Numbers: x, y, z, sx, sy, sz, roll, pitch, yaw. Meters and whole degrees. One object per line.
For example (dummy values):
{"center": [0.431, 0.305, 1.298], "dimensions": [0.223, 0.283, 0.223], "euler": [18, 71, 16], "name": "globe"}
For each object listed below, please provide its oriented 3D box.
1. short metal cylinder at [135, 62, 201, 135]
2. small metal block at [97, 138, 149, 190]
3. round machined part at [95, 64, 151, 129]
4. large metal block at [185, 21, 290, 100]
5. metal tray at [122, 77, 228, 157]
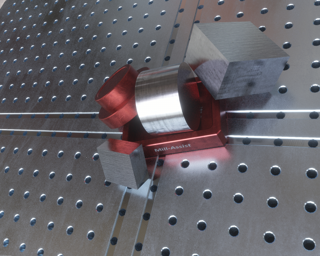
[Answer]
{"center": [0.012, -0.033, 0.366], "dimensions": [0.050, 0.080, 0.080], "euler": [-8, 58, 23], "name": "short metal cylinder"}
{"center": [-0.045, 0.043, 0.381], "dimensions": [0.050, 0.050, 0.025], "euler": [8, 31, 32], "name": "small metal block"}
{"center": [-0.051, -0.049, 0.425], "dimensions": [0.098, 0.042, 0.098], "euler": [-36, 26, 21], "name": "round machined part"}
{"center": [0.087, -0.083, 0.367], "dimensions": [0.081, 0.050, 0.080], "euler": [-10, 49, -22], "name": "large metal block"}
{"center": [0.017, -0.014, 0.402], "dimensions": [0.130, 0.030, 0.090], "euler": [-10, 57, 22], "name": "metal tray"}
